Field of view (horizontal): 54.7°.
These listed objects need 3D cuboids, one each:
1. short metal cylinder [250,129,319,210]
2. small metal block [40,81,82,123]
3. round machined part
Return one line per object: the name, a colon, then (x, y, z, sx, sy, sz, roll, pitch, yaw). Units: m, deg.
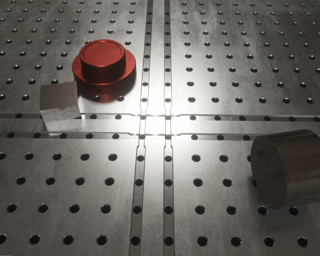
short metal cylinder: (0.140, 0.044, 0.337, 0.050, 0.080, 0.080, -8, 51, -7)
small metal block: (-0.140, -0.037, 0.437, 0.050, 0.025, 0.050, -9, 51, -8)
round machined part: (-0.087, -0.101, 0.481, 0.099, 0.042, 0.098, 0, 50, 0)
